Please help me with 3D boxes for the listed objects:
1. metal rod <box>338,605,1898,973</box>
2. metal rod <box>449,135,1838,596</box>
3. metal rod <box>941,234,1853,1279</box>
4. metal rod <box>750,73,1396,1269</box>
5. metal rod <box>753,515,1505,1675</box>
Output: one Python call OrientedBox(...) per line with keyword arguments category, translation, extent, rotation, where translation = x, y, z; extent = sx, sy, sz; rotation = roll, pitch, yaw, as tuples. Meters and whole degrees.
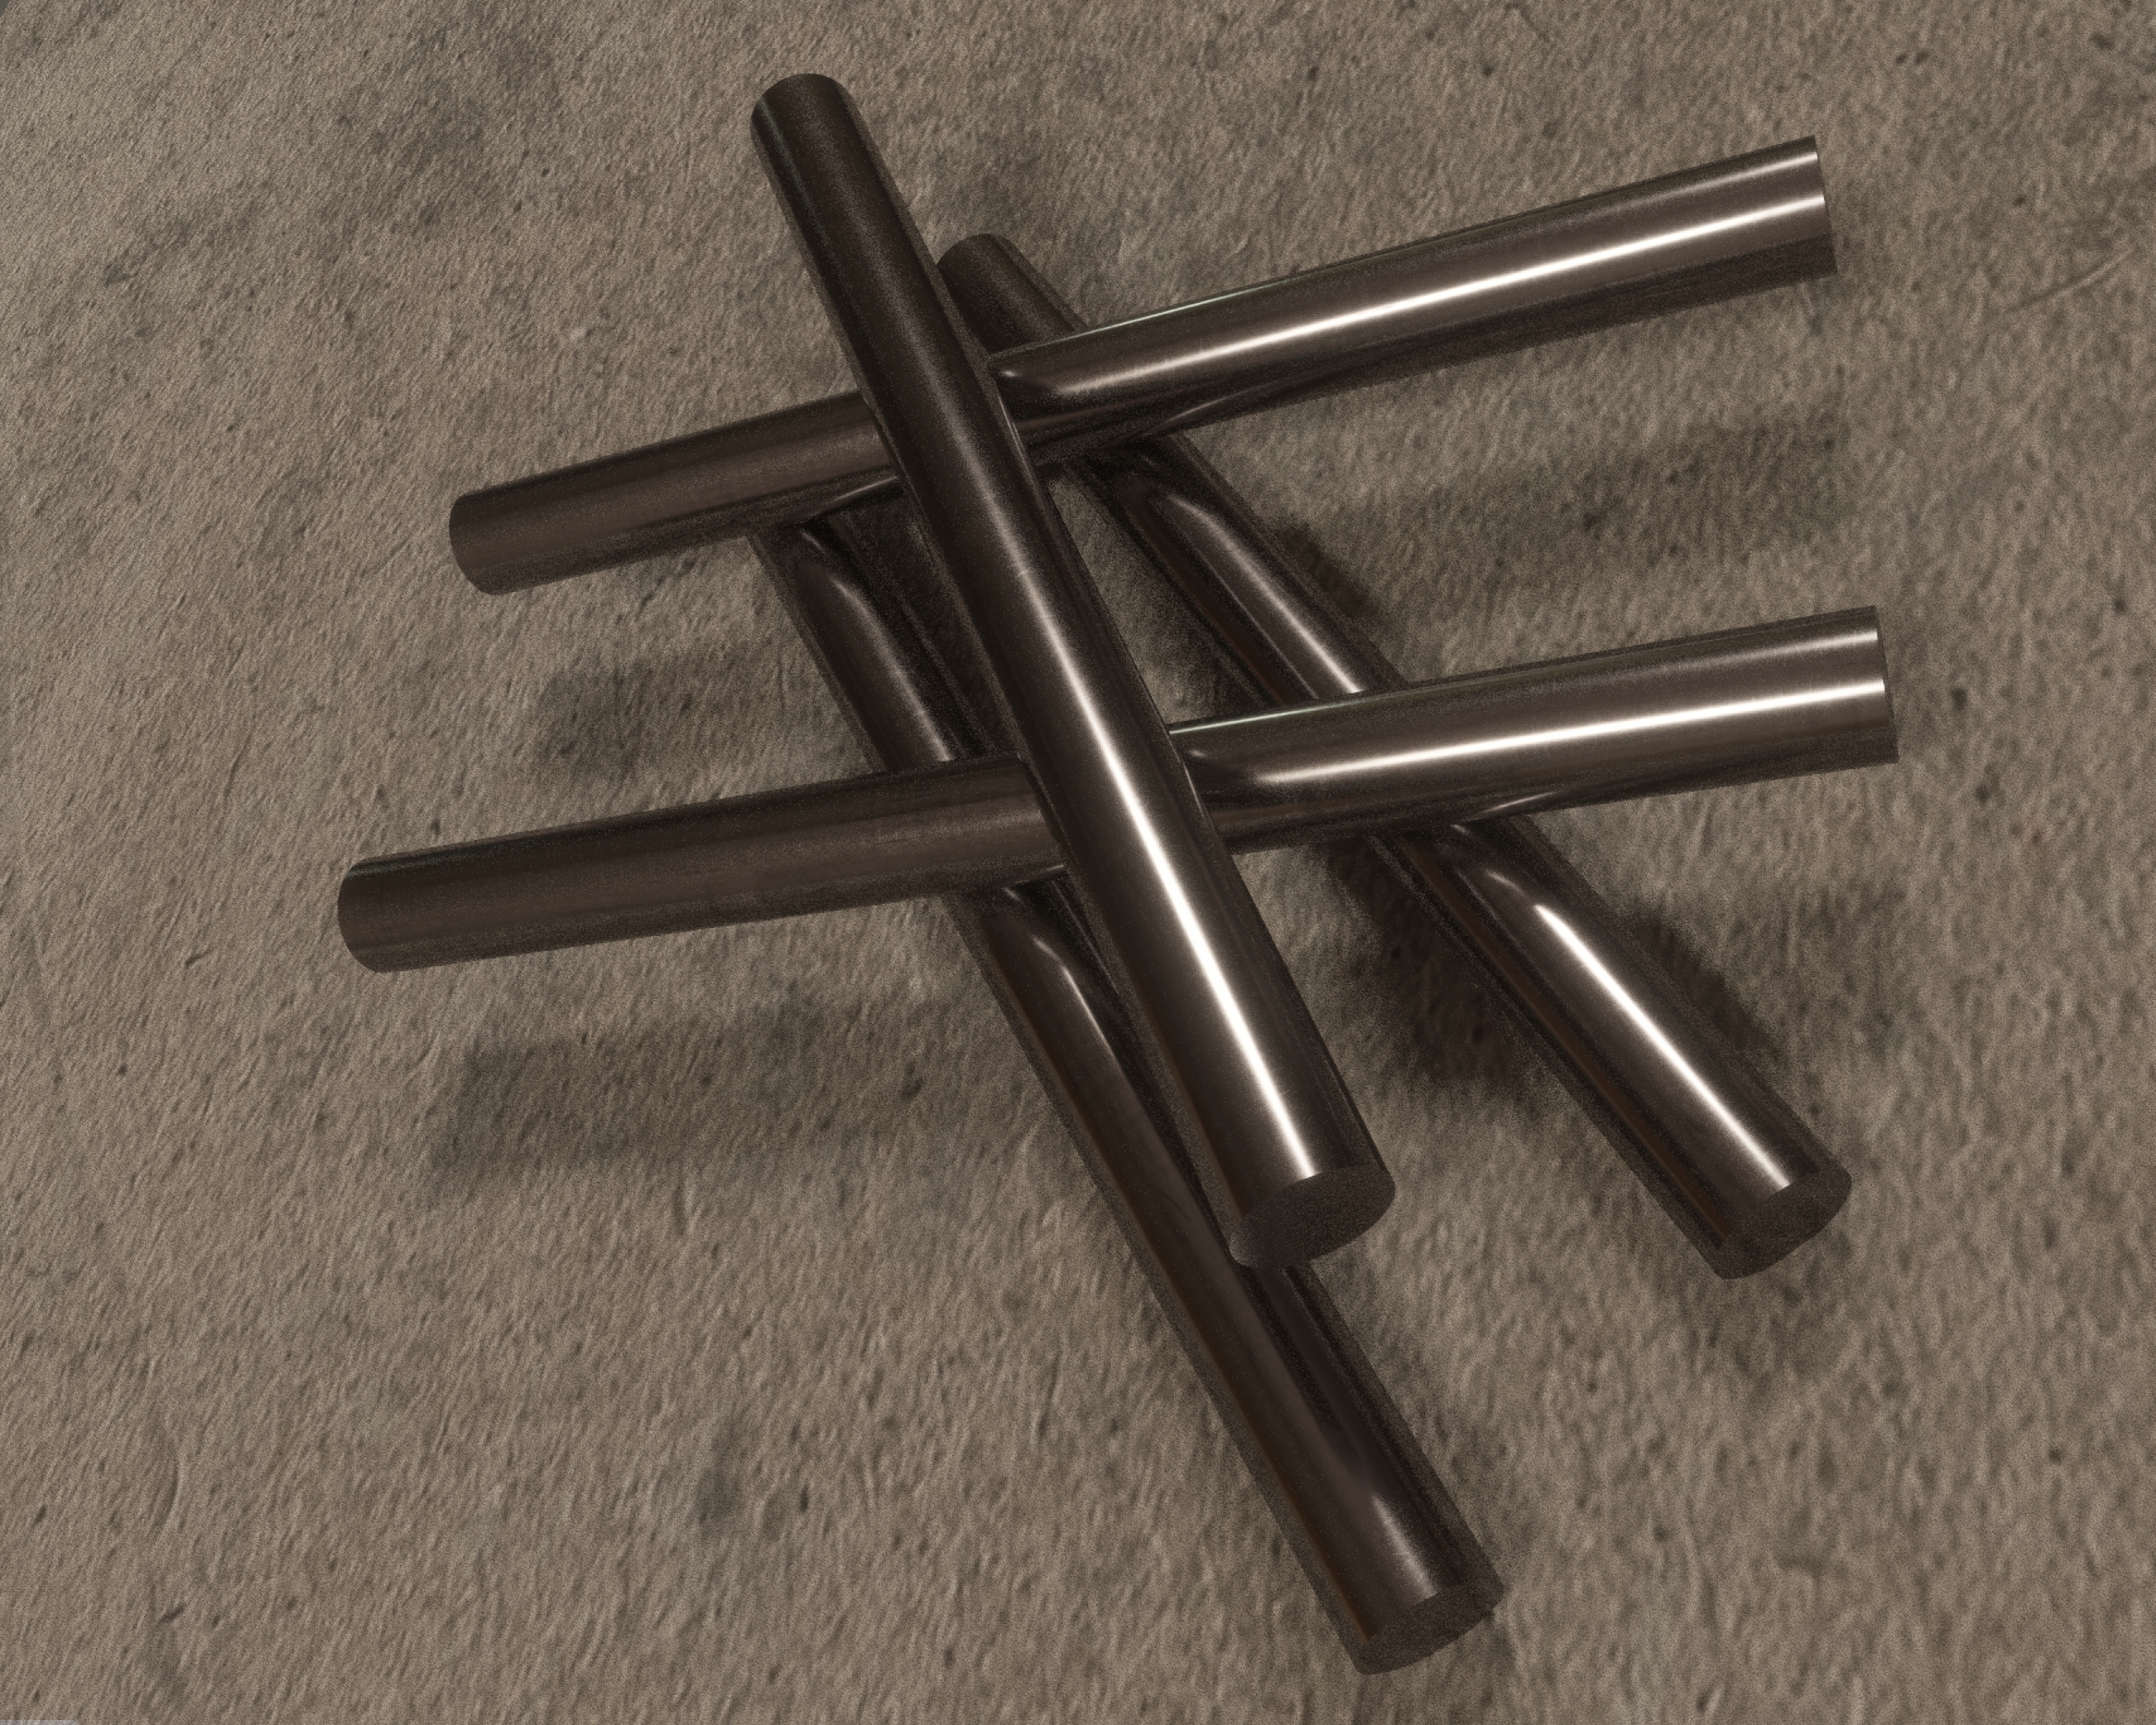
OrientedBox(category="metal rod", translation=(-0.011, -0.008, 0.383), extent=(0.301, 0.025, 0.025), rotation=(-8, 58, 23))
OrientedBox(category="metal rod", translation=(-0.002, -0.097, 0.433), extent=(0.301, 0.025, 0.025), rotation=(-9, 58, 23))
OrientedBox(category="metal rod", translation=(0.041, -0.042, 0.408), extent=(0.025, 0.025, 0.300), rotation=(-37, 51, 3))
OrientedBox(category="metal rod", translation=(-0.015, -0.059, 0.384), extent=(0.025, 0.025, 0.299), rotation=(-30, 52, 9))
OrientedBox(category="metal rod", translation=(-0.009, 0.012, 0.400), extent=(0.025, 0.025, 0.300), rotation=(-35, 51, 5))
